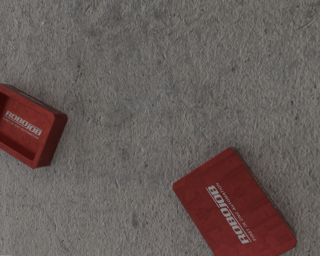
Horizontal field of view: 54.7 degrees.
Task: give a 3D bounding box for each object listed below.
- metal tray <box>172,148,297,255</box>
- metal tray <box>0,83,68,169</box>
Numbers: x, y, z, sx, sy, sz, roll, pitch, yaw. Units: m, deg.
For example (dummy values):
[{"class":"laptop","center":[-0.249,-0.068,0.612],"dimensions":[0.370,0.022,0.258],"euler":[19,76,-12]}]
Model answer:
[{"class":"metal tray","center":[0.087,0.099,0.375],"dimensions":[0.090,0.030,0.130],"euler":[-36,79,16]},{"class":"metal tray","center":[-0.216,-0.005,0.482],"dimensions":[0.130,0.030,0.090],"euler":[26,99,18]}]
